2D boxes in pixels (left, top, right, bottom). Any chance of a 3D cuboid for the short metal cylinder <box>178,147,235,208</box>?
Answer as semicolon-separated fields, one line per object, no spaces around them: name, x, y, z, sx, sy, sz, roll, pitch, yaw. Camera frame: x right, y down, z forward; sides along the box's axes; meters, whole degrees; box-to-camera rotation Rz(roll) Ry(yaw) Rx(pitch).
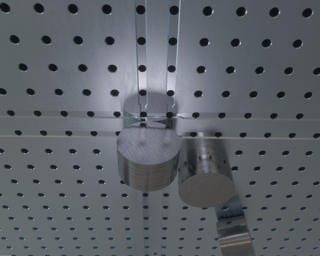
short metal cylinder;0.066;0.074;0.459;0.081;0.050;0.079;0;131;0

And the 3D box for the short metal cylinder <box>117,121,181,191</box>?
short metal cylinder;-0.015;0.036;0.406;0.081;0.080;0.050;2;130;-2

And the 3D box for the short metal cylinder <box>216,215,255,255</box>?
short metal cylinder;0.135;0.199;0.546;0.050;0.080;0.080;-15;129;13
